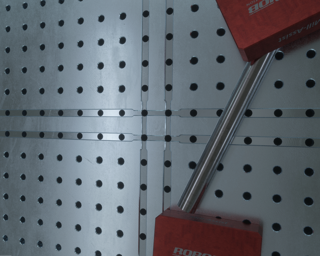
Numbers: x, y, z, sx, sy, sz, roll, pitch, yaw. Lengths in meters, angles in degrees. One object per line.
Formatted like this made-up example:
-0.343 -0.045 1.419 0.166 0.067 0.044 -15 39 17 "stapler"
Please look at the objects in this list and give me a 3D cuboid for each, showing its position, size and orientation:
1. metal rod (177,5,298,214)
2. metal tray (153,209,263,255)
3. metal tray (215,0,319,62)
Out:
0.096 -0.031 0.378 0.025 0.025 0.298 28 99 17 "metal rod"
0.057 0.160 0.389 0.130 0.030 0.089 5 92 19 "metal tray"
0.138 -0.142 0.346 0.130 0.030 0.090 -24 63 18 "metal tray"
